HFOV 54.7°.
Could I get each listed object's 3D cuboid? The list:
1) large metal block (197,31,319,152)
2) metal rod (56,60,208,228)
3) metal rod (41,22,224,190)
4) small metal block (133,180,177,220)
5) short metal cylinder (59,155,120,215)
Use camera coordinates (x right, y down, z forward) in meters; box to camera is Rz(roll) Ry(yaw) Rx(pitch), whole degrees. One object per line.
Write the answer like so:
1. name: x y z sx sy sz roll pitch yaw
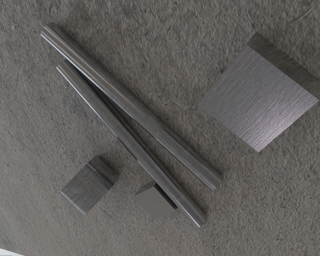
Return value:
1. large metal block: 0.100 -0.036 0.316 0.080 0.050 0.080 38 129 2
2. metal rod: -0.035 0.025 0.440 0.025 0.025 0.300 -34 100 38
3. metal rod: -0.035 -0.027 0.408 0.300 0.025 0.025 42 129 -1
4. small metal block: -0.004 0.108 0.476 0.050 0.025 0.050 49 129 -7
5. short metal cylinder: -0.109 0.088 0.483 0.050 0.080 0.080 44 129 -2
